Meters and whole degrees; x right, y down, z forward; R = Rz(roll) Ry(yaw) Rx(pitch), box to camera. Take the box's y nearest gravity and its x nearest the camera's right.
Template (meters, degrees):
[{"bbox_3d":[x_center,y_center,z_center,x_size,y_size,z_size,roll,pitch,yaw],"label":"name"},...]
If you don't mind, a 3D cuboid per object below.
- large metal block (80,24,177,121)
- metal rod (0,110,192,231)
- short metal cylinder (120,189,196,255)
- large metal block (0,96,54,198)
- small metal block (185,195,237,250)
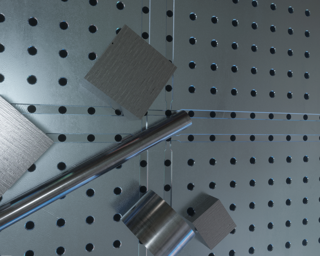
[{"bbox_3d":[-0.040,-0.065,0.384,0.080,0.050,0.080,37,78,-17],"label":"large metal block"},{"bbox_3d":[-0.090,0.054,0.379,0.302,0.025,0.025,-28,100,-18],"label":"metal rod"},{"bbox_3d":[-0.003,0.122,0.383,0.050,0.080,0.080,-43,104,-15],"label":"short metal cylinder"},{"bbox_3d":[-0.175,0.017,0.335,0.080,0.050,0.080,44,76,-15],"label":"large metal block"},{"bbox_3d":[0.072,0.133,0.439,0.050,0.025,0.050,-37,102,-16],"label":"small metal block"}]
